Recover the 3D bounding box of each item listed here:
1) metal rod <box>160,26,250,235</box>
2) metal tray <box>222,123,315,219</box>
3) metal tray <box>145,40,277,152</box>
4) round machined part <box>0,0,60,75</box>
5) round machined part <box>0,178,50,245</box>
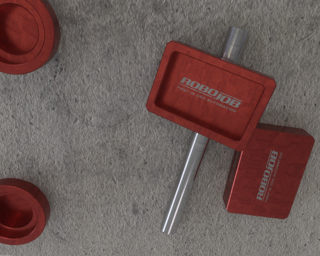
[{"bbox_3d":[0.054,0.017,0.416,0.025,0.025,0.298,15,109,-6],"label":"metal rod"},{"bbox_3d":[0.147,0.060,0.431,0.091,0.030,0.129,8,110,-3],"label":"metal tray"},{"bbox_3d":[0.058,-0.040,0.369,0.130,0.030,0.089,25,110,12],"label":"metal tray"},{"bbox_3d":[-0.164,-0.114,0.357,0.099,0.042,0.097,0,110,0],"label":"round machined part"},{"bbox_3d":[-0.205,0.113,0.440,0.099,0.042,0.097,0,110,0],"label":"round machined part"}]
